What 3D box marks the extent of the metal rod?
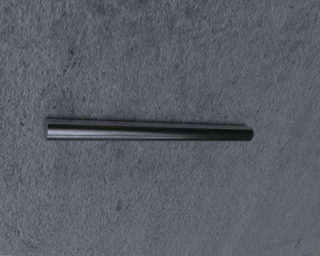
[{"bbox_3d":[0.006,0.006,0.414,0.302,0.025,0.025,2,118,-29],"label":"metal rod"}]
